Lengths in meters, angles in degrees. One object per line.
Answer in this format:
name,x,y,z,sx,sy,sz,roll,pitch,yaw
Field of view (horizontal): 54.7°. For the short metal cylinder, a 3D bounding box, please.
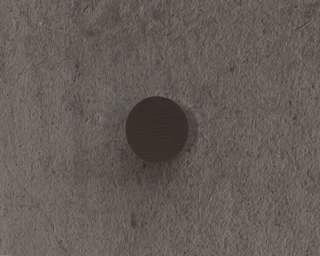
short metal cylinder,0.004,0.002,0.395,0.080,0.050,0.079,0,90,19
